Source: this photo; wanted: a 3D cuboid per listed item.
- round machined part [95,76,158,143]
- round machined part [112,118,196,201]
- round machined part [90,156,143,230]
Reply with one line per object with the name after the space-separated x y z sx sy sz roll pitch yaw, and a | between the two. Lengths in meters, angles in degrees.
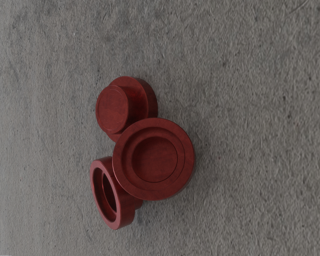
-0.054 -0.025 0.438 0.098 0.042 0.097 0 90 40 | round machined part
-0.005 0.040 0.380 0.098 0.042 0.098 -3 75 11 | round machined part
-0.058 0.086 0.428 0.098 0.042 0.097 28 125 51 | round machined part
